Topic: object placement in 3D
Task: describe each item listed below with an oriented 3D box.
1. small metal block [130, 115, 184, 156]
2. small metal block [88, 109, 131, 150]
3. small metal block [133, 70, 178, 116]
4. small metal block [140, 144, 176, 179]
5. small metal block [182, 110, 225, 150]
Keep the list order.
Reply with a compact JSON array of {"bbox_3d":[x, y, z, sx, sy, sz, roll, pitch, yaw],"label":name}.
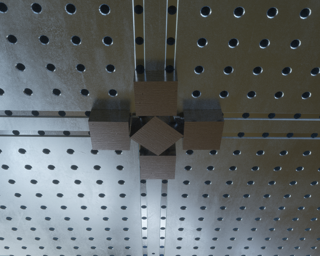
[{"bbox_3d":[-0.004,0.004,0.414,0.050,0.025,0.050,35,122,-26],"label":"small metal block"},{"bbox_3d":[-0.065,0.003,0.413,0.050,0.025,0.050,1,130,-2],"label":"small metal block"},{"bbox_3d":[-0.005,-0.042,0.376,0.050,0.025,0.050,-1,130,0],"label":"small metal block"},{"bbox_3d":[-0.003,0.049,0.453,0.050,0.025,0.050,0,130,-1],"label":"small metal block"},{"bbox_3d":[0.056,0.003,0.415,0.050,0.025,0.050,0,130,0],"label":"small metal block"}]
